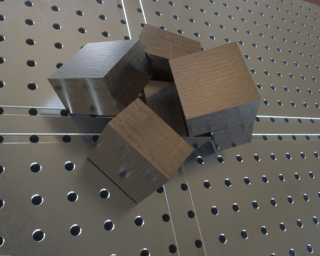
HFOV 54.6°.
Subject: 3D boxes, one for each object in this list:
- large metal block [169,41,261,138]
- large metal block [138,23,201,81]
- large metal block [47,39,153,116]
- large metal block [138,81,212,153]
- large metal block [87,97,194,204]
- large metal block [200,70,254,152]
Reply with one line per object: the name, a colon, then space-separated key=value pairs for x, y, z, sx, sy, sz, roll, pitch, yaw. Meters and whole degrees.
large metal block: x=0.061 y=-0.044 z=0.362 sx=0.080 sy=0.050 sz=0.080 roll=-15 pitch=64 yaw=2
large metal block: x=0.002 y=-0.085 z=0.426 sx=0.081 sy=0.080 sz=0.050 roll=12 pitch=57 yaw=-21
large metal block: x=-0.067 y=-0.060 z=0.365 sx=0.080 sy=0.080 sz=0.050 roll=-58 pitch=140 yaw=-39
large metal block: x=0.011 y=-0.013 z=0.405 sx=0.081 sy=0.050 sz=0.080 roll=1 pitch=61 yaw=-28
large metal block: x=-0.024 y=0.027 z=0.341 sx=0.080 sy=0.080 sz=0.050 roll=43 pitch=50 yaw=1
large metal block: x=0.088 y=-0.023 z=0.423 sx=0.050 sy=0.080 sz=0.080 roll=-17 pitch=65 yaw=6
